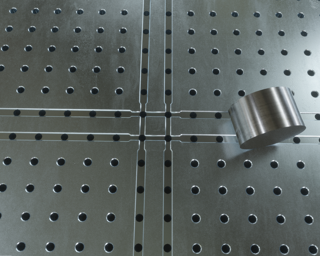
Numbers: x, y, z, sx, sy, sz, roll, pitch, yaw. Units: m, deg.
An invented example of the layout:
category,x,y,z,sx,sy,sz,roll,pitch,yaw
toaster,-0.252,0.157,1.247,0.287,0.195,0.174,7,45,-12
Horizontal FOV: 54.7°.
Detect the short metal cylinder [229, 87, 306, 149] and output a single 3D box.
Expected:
category,x,y,z,sx,sy,sz,roll,pitch,yaw
short metal cylinder,0.132,-0.010,0.388,0.081,0.080,0.050,-12,71,-5
